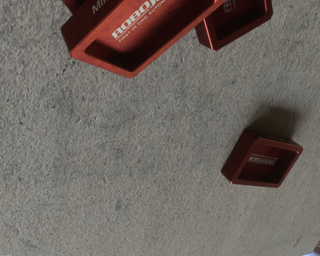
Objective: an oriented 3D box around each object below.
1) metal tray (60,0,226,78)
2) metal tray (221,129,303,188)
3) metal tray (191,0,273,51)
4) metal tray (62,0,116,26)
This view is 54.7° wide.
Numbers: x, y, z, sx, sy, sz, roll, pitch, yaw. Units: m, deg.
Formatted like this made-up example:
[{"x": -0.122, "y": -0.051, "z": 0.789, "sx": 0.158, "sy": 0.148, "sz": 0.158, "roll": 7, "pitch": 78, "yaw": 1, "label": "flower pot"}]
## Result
[{"x": -0.013, "y": -0.104, "z": 0.281, "sx": 0.130, "sy": 0.030, "sz": 0.090, "roll": -35, "pitch": 157, "yaw": 24, "label": "metal tray"}, {"x": 0.178, "y": 0.056, "z": 0.534, "sx": 0.131, "sy": 0.030, "sz": 0.089, "roll": 11, "pitch": 113, "yaw": -33, "label": "metal tray"}, {"x": 0.072, "y": -0.164, "z": 0.341, "sx": 0.090, "sy": 0.030, "sz": 0.130, "roll": -32, "pitch": 129, "yaw": -8, "label": "metal tray"}, {"x": -0.039, "y": -0.159, "z": 0.262, "sx": 0.130, "sy": 0.030, "sz": 0.090, "roll": -30, "pitch": 130, "yaw": 10, "label": "metal tray"}]
